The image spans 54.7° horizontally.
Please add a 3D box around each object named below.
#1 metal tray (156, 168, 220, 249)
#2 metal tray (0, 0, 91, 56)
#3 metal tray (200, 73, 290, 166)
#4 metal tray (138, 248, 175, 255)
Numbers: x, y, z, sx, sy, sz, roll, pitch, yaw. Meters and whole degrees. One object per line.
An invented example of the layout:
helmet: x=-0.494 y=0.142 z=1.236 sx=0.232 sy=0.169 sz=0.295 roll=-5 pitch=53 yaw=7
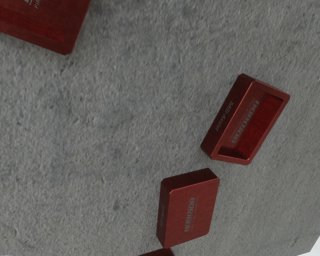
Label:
metal tray: x=0.044 y=0.134 z=0.513 sx=0.091 sy=0.030 sz=0.129 roll=-10 pitch=123 yaw=-24
metal tray: x=-0.094 y=-0.134 z=0.246 sx=0.091 sy=0.030 sz=0.129 roll=18 pitch=118 yaw=-23
metal tray: x=0.129 y=-0.008 z=0.471 sx=0.091 sy=0.030 sz=0.129 roll=13 pitch=112 yaw=-34
metal tray: x=-0.023 y=0.285 z=0.569 sx=0.091 sy=0.030 sz=0.129 roll=-7 pitch=122 yaw=-26
